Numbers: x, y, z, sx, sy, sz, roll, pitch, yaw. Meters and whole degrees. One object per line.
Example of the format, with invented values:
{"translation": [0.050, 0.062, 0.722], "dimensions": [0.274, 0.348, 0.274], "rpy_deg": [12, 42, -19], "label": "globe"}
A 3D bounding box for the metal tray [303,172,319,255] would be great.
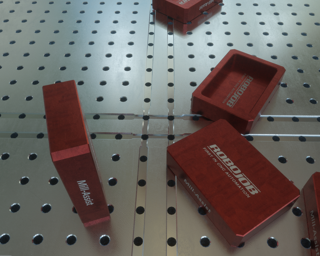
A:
{"translation": [0.202, 0.112, 0.311], "dimensions": [0.090, 0.030, 0.130], "rpy_deg": [8, 50, 6], "label": "metal tray"}

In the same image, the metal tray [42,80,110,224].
{"translation": [-0.083, 0.028, 0.316], "dimensions": [0.030, 0.129, 0.090], "rpy_deg": [-14, 52, -11], "label": "metal tray"}

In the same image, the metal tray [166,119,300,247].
{"translation": [0.079, 0.055, 0.358], "dimensions": [0.091, 0.030, 0.130], "rpy_deg": [-26, 55, -21], "label": "metal tray"}

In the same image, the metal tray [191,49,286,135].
{"translation": [0.115, -0.058, 0.453], "dimensions": [0.090, 0.030, 0.131], "rpy_deg": [27, 55, 21], "label": "metal tray"}

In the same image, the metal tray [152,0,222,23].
{"translation": [0.058, -0.267, 0.628], "dimensions": [0.090, 0.030, 0.131], "rpy_deg": [34, 58, 25], "label": "metal tray"}
